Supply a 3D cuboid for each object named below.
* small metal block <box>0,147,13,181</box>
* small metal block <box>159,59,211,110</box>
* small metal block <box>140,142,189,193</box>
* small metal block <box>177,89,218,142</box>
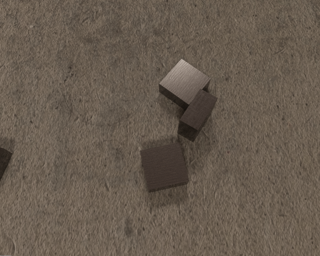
[{"bbox_3d":[-0.224,0.046,0.389,0.050,0.025,0.050,15,71,5],"label":"small metal block"},{"bbox_3d":[0.034,-0.059,0.430,0.050,0.025,0.050,37,74,12],"label":"small metal block"},{"bbox_3d":[0.005,0.050,0.390,0.050,0.025,0.050,-12,71,-5],"label":"small metal block"},{"bbox_3d":[0.048,-0.015,0.401,0.025,0.050,0.050,31,73,10],"label":"small metal block"}]
